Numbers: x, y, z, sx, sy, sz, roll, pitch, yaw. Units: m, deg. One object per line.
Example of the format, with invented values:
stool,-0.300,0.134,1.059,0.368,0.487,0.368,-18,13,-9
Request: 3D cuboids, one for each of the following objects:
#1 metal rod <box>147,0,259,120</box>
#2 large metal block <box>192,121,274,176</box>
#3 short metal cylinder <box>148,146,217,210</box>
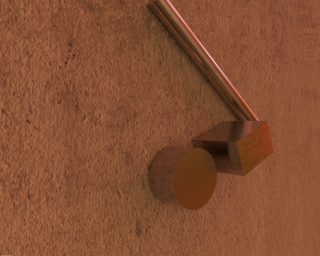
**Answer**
metal rod,0.086,-0.081,0.479,0.300,0.025,0.025,44,64,-32
large metal block,0.109,0.027,0.463,0.081,0.080,0.050,-27,107,-37
short metal cylinder,0.031,0.065,0.417,0.081,0.050,0.079,0,90,-40
